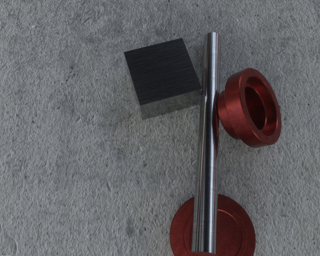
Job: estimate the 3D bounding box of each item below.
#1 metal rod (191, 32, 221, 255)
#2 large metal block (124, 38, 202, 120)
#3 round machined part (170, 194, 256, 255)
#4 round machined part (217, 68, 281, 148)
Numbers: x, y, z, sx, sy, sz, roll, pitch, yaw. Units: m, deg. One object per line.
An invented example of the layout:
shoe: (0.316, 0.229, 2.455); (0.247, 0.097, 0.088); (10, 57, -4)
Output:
metal rod: (0.061, -0.003, 0.383); (0.025, 0.025, 0.300); (6, 60, 2)
large metal block: (0.003, -0.066, 0.419); (0.081, 0.050, 0.080); (-16, 71, -6)
round machined part: (0.061, 0.124, 0.354); (0.099, 0.042, 0.098); (0, 70, 0)
round machined part: (0.109, -0.022, 0.390); (0.099, 0.042, 0.098); (18, 64, -41)
